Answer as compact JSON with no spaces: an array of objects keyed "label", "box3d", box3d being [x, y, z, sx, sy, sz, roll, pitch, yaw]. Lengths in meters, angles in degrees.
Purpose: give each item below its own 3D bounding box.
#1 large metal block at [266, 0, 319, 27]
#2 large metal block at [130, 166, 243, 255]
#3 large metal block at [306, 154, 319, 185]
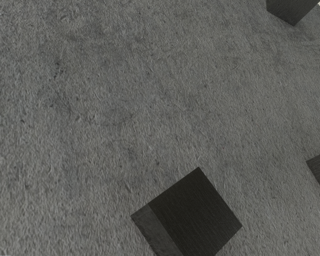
[{"label":"large metal block","box3d":[0.305,-0.296,0.712,0.080,0.080,0.050,23,53,-15]},{"label":"large metal block","box3d":[0.029,0.102,0.341,0.081,0.050,0.080,-28,78,-37]},{"label":"large metal block","box3d":[0.295,0.068,0.486,0.050,0.080,0.080,-11,68,-33]}]
